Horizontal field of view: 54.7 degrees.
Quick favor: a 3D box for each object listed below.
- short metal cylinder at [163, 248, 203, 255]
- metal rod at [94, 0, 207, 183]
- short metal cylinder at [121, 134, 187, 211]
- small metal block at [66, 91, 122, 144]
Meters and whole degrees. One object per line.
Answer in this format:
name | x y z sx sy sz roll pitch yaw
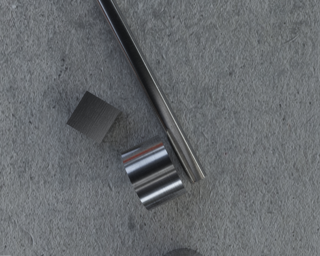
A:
short metal cylinder | 0.032 0.204 0.398 0.081 0.050 0.079 0 90 -1
metal rod | -0.019 -0.065 0.409 0.025 0.025 0.299 -28 90 0
short metal cylinder | -0.007 0.054 0.383 0.050 0.080 0.080 -26 90 0
small metal block | -0.085 -0.014 0.409 0.050 0.025 0.050 31 90 -1
